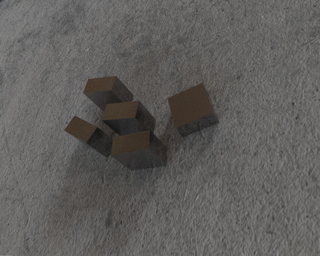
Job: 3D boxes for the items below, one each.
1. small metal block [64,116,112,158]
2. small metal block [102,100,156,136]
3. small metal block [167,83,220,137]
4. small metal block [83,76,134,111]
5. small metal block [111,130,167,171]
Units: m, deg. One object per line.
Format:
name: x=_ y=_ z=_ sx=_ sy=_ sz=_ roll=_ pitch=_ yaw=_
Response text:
small metal block: x=-0.095 y=0.013 z=0.430 sx=0.050 sy=0.050 sz=0.025 roll=23 pitch=75 yaw=36
small metal block: x=-0.040 y=-0.011 z=0.416 sx=0.050 sy=0.050 sz=0.025 roll=-4 pitch=60 yaw=26
small metal block: x=0.042 y=-0.023 z=0.396 sx=0.050 sy=0.025 sz=0.050 roll=-23 pitch=53 yaw=14
small metal block: x=-0.075 y=-0.050 z=0.458 sx=0.050 sy=0.050 sz=0.025 roll=-1 pitch=62 yaw=28
small metal block: x=-0.024 y=0.029 z=0.383 sx=0.050 sy=0.050 sz=0.025 roll=-12 pitch=57 yaw=22
